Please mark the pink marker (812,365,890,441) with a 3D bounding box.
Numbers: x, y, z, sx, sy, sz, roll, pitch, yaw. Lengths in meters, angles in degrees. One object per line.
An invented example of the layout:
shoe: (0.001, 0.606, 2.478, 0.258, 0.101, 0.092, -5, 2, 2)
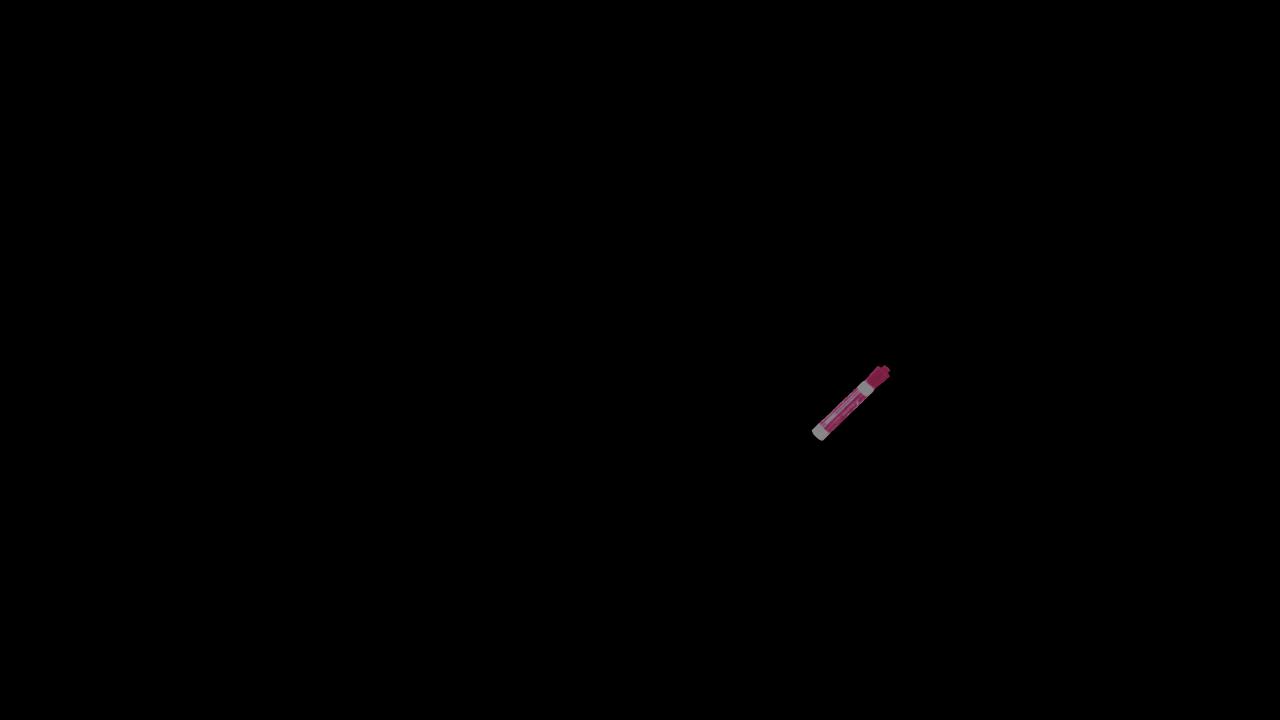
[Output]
pink marker: (0.260, 0.052, 0.757, 0.020, 0.121, 0.020, 33, 22, -15)
